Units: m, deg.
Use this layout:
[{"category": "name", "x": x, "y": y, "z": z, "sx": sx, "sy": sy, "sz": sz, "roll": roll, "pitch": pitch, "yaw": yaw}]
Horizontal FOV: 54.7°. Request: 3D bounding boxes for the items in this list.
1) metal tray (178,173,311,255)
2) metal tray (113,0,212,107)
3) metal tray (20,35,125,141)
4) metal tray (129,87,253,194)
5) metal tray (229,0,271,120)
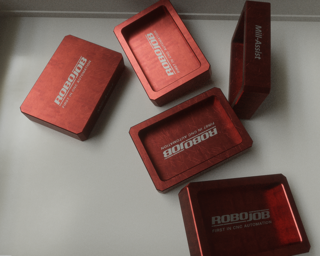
[{"category": "metal tray", "x": 0.093, "y": 0.103, "z": 0.347, "sx": 0.131, "sy": 0.030, "sz": 0.090, "roll": -2, "pitch": 64, "yaw": -19}, {"category": "metal tray", "x": 0.002, "y": -0.107, "z": 0.434, "sx": 0.090, "sy": 0.030, "sz": 0.130, "roll": -29, "pitch": 72, "yaw": 5}, {"category": "metal tray", "x": -0.116, "y": -0.057, "z": 0.427, "sx": 0.090, "sy": 0.030, "sz": 0.130, "roll": 22, "pitch": 71, "yaw": 7}, {"category": "metal tray", "x": 0.038, "y": 0.015, "z": 0.396, "sx": 0.131, "sy": 0.030, "sz": 0.090, "roll": -26, "pitch": 72, "yaw": -5}, {"category": "metal tray", "x": 0.116, "y": -0.087, "z": 0.408, "sx": 0.030, "sy": 0.090, "sz": 0.130, "roll": 7, "pitch": 70, "yaw": 2}]
